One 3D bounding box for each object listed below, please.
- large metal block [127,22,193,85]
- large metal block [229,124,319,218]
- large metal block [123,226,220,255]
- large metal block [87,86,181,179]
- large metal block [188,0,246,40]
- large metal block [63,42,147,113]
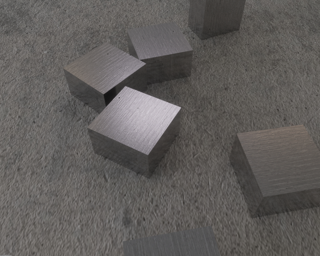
[{"bbox_3d":[-0.002,-0.118,0.486,0.081,0.050,0.080,-13,51,-11],"label":"large metal block"},{"bbox_3d":[0.133,0.047,0.348,0.081,0.050,0.080,-7,51,-6],"label":"large metal block"},{"bbox_3d":[0.014,0.140,0.269,0.081,0.050,0.080,-8,51,-7],"label":"large metal block"},{"bbox_3d":[-0.029,0.003,0.384,0.080,0.050,0.080,23,54,18],"label":"large metal block"},{"bbox_3d":[0.100,-0.212,0.546,0.081,0.080,0.050,-20,53,-16],"label":"large metal block"},{"bbox_3d":[-0.076,-0.070,0.445,0.080,0.050,0.080,33,57,24],"label":"large metal block"}]
